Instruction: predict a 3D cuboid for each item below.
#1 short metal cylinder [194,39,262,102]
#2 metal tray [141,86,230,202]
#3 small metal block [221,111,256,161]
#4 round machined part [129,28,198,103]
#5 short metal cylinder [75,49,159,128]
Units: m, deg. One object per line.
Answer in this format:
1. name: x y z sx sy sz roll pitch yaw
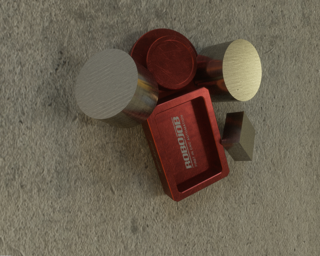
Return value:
1. short metal cylinder: 0.092 -0.075 0.420 0.081 0.050 0.079 -2 93 -38
2. metal tray: 0.034 0.020 0.408 0.091 0.030 0.129 -23 107 -19
3. small metal block: 0.111 0.012 0.433 0.050 0.025 0.050 47 49 -41
4. round machined part: 0.009 -0.082 0.405 0.099 0.042 0.097 0 90 -20
5. short metal cylinder: -0.049 -0.043 0.356 0.050 0.080 0.080 26 78 -63
